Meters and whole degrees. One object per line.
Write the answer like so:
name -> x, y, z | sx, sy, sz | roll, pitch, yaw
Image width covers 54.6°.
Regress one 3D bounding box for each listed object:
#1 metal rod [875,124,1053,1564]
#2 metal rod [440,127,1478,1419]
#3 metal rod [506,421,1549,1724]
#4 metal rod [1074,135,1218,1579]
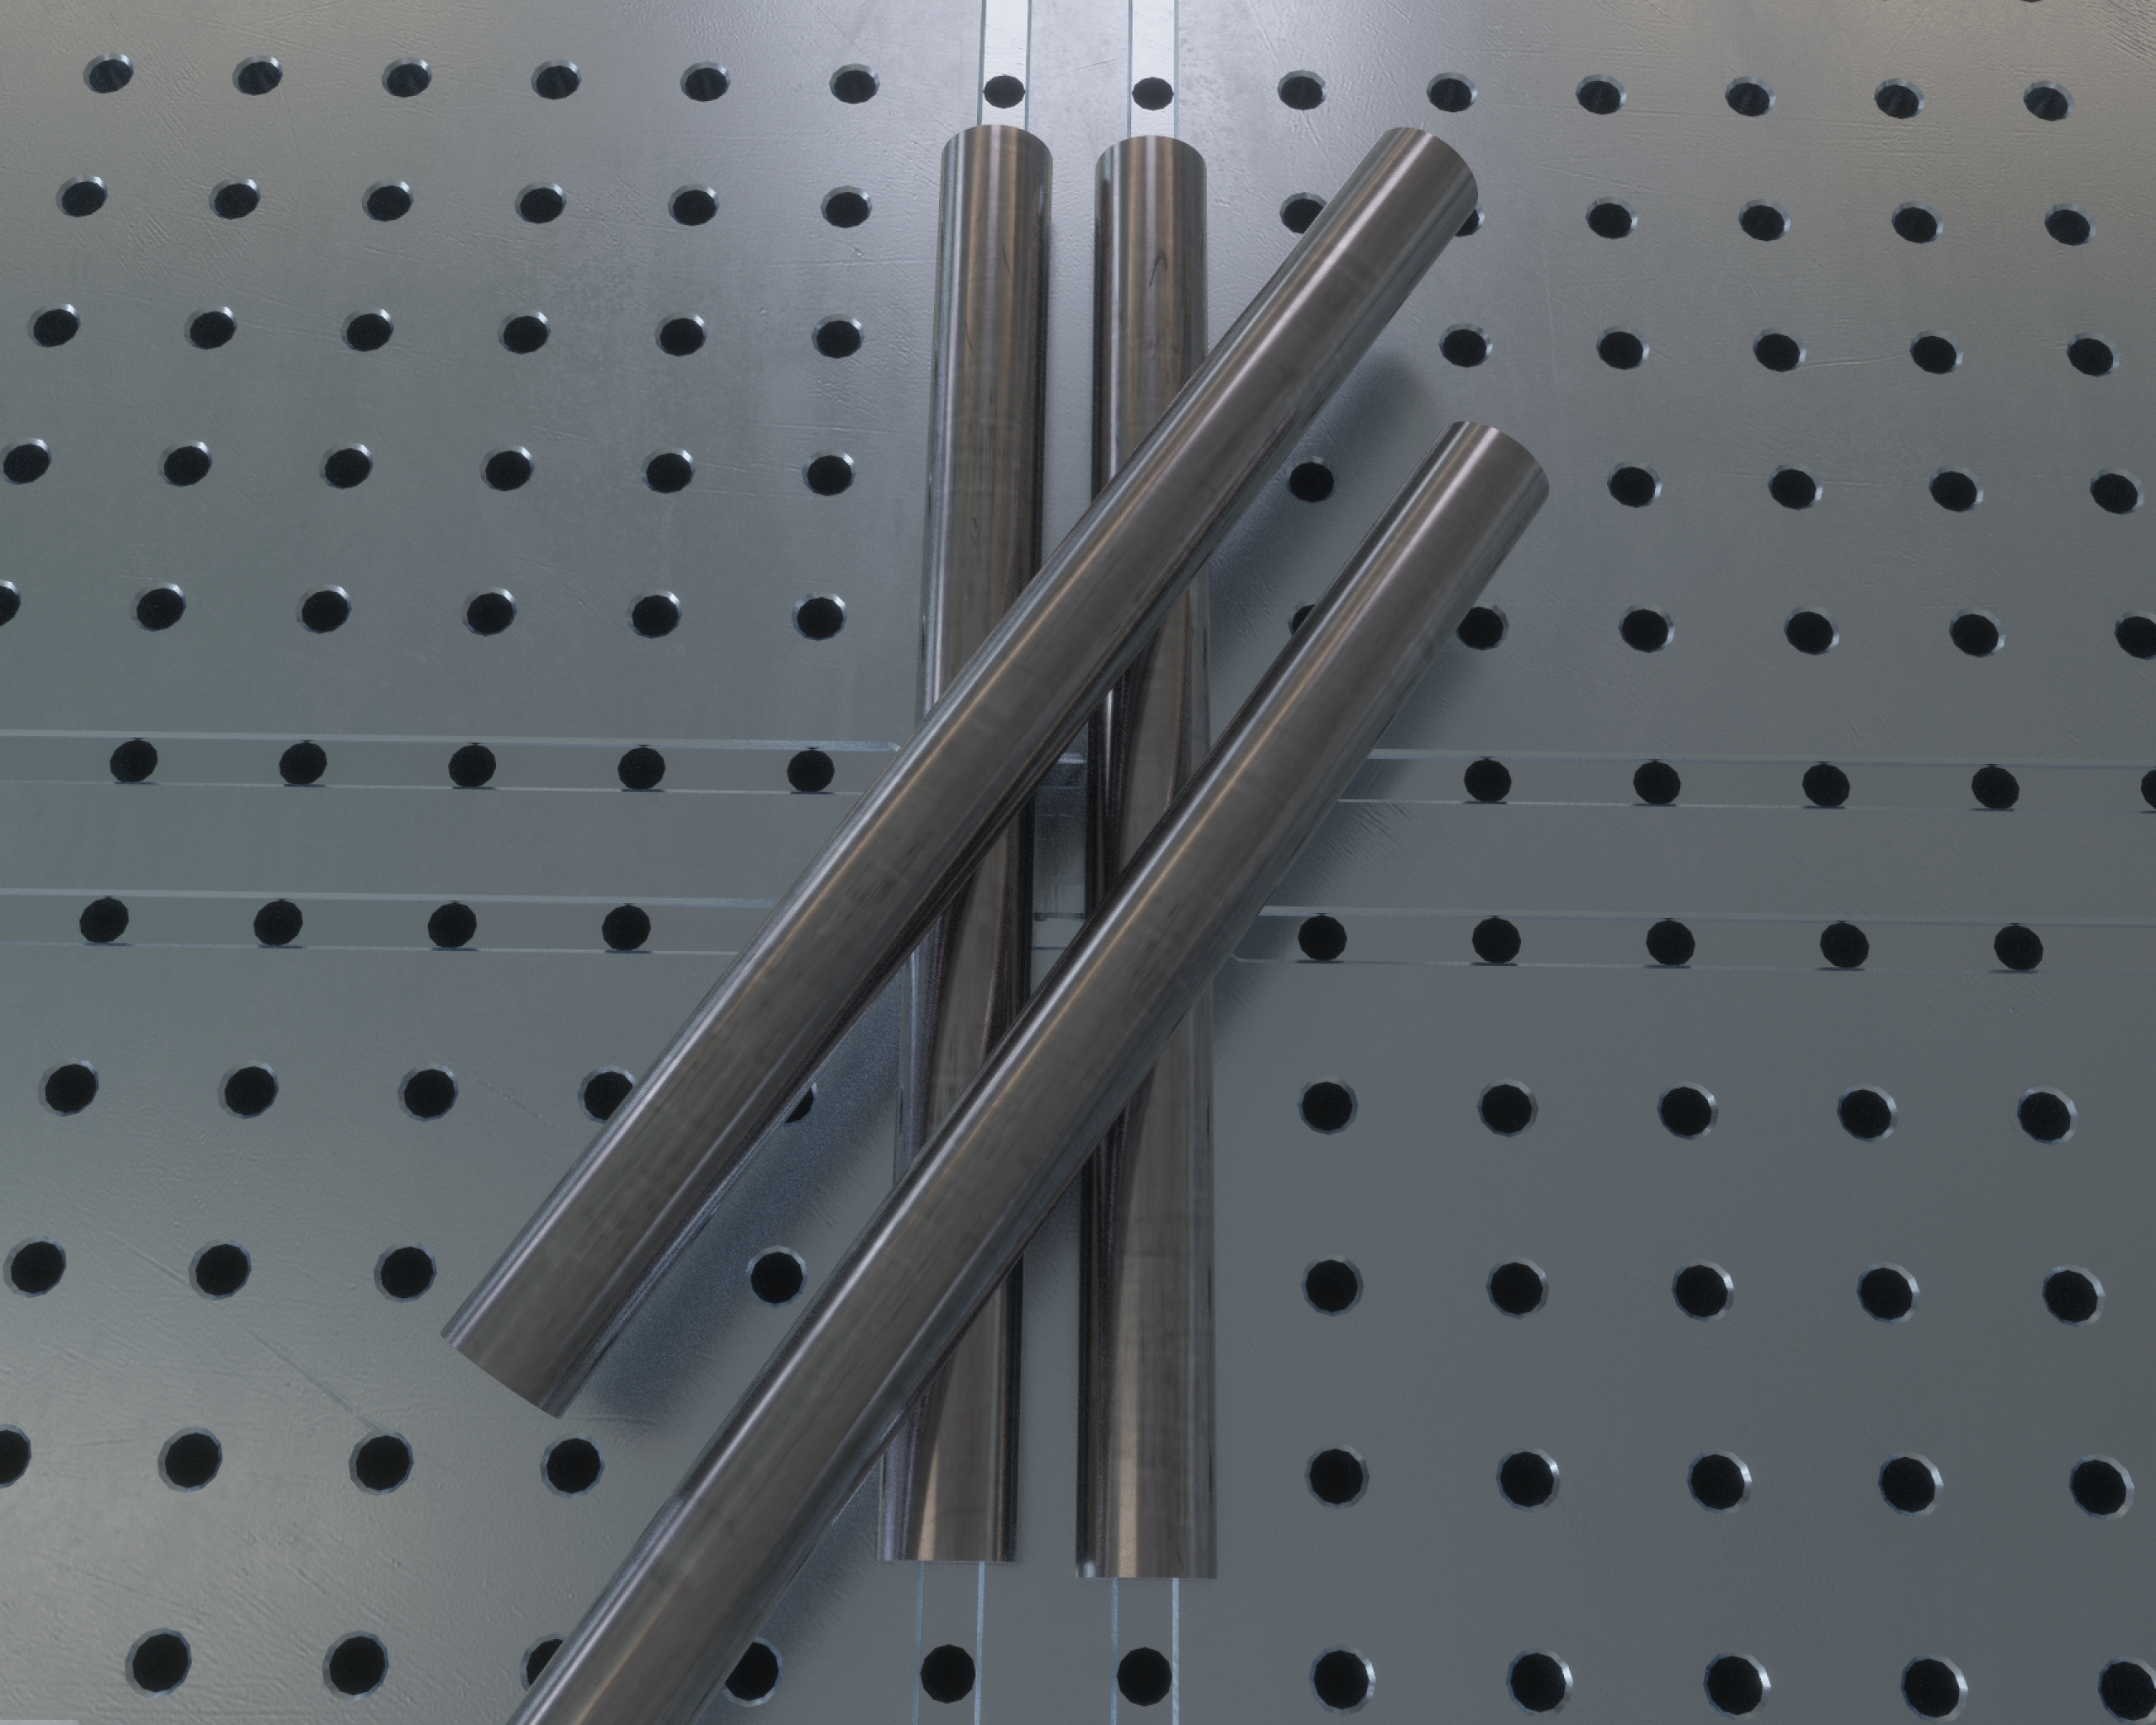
metal rod -> -0.021, -0.017, 0.419 | 0.025, 0.025, 0.299 | 1, 70, 0
metal rod -> -0.012, -0.029, 0.396 | 0.025, 0.025, 0.300 | 33, 73, 11
metal rod -> -0.003, 0.037, 0.371 | 0.025, 0.025, 0.300 | 33, 73, 11
metal rod -> 0.014, -0.015, 0.418 | 0.025, 0.025, 0.299 | 1, 70, 0
